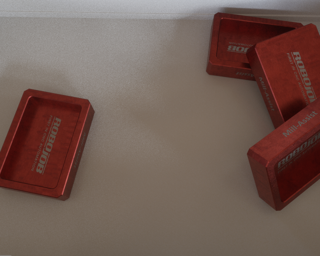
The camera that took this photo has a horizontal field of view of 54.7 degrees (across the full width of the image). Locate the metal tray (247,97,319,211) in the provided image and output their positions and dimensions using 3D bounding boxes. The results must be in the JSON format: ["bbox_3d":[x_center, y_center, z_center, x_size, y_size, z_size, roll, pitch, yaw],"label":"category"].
[{"bbox_3d":[0.170,0.028,0.366,0.131,0.090,0.030,-34,37,-11],"label":"metal tray"}]

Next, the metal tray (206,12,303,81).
[{"bbox_3d":[0.138,-0.115,0.450,0.131,0.030,0.090,8,70,2],"label":"metal tray"}]

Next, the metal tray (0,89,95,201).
[{"bbox_3d":[-0.146,0.020,0.397,0.091,0.030,0.130,11,70,3],"label":"metal tray"}]

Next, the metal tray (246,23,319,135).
[{"bbox_3d":[0.181,-0.061,0.410,0.091,0.030,0.129,-22,91,-8],"label":"metal tray"}]
